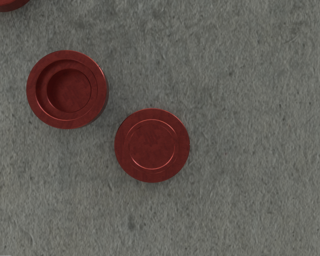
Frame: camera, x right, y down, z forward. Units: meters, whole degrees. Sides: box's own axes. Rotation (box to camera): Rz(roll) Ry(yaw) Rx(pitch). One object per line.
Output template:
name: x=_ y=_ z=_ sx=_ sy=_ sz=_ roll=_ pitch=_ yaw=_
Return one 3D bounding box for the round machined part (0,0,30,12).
round machined part: x=-0.203 y=-0.197 z=0.399 sx=0.099 sy=0.042 sz=0.097 roll=0 pitch=90 yaw=-1

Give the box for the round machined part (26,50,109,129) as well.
round machined part: x=-0.115 y=-0.047 z=0.400 sx=0.099 sy=0.042 sz=0.097 roll=0 pitch=90 yaw=-1

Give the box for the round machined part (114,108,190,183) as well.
round machined part: x=-0.010 y=0.023 z=0.401 sx=0.099 sy=0.042 sz=0.097 roll=0 pitch=90 yaw=-1
